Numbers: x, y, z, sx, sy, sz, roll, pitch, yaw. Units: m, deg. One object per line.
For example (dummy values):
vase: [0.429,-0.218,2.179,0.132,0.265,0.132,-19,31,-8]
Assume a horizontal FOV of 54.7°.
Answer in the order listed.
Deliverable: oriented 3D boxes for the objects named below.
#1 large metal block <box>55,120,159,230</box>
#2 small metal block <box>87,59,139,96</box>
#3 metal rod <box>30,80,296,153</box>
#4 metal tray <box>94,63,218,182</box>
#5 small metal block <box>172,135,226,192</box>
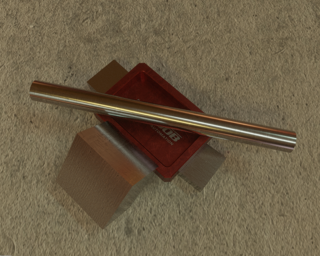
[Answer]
large metal block: [-0.062,0.052,0.351,0.080,0.079,0.050,41,33,13]
small metal block: [-0.063,-0.058,0.429,0.050,0.025,0.050,43,75,13]
metal rod: [0.000,-0.014,0.356,0.302,0.025,0.025,12,71,3]
metal tray: [-0.007,-0.009,0.382,0.130,0.030,0.090,42,75,13]
small metal block: [0.047,0.045,0.393,0.050,0.025,0.050,37,74,12]
